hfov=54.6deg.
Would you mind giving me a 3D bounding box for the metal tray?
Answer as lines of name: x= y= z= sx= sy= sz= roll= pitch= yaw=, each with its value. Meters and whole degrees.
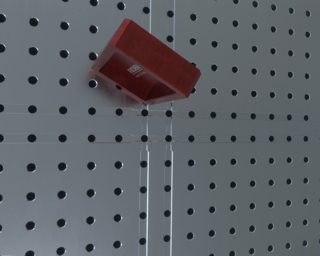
metal tray: x=-0.023 y=-0.065 z=0.348 sx=0.090 sy=0.130 sz=0.030 roll=32 pitch=80 yaw=-17
